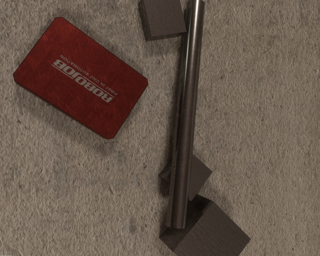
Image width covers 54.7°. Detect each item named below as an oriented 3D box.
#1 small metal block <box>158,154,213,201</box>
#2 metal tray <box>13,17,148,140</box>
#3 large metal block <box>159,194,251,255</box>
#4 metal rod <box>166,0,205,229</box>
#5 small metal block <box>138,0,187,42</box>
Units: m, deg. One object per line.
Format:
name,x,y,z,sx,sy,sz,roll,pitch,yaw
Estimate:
small metal block,0.035,0.063,0.423,0.050,0.025,0.050,42,76,-16
metal tray,-0.091,-0.056,0.373,0.130,0.030,0.090,34,79,-17
large metal block,0.060,0.150,0.420,0.080,0.050,0.080,46,75,-15
metal rod,0.035,-0.025,0.405,0.025,0.025,0.298,9,80,-20
small metal block,0.003,-0.146,0.411,0.050,0.025,0.050,-14,95,-20
